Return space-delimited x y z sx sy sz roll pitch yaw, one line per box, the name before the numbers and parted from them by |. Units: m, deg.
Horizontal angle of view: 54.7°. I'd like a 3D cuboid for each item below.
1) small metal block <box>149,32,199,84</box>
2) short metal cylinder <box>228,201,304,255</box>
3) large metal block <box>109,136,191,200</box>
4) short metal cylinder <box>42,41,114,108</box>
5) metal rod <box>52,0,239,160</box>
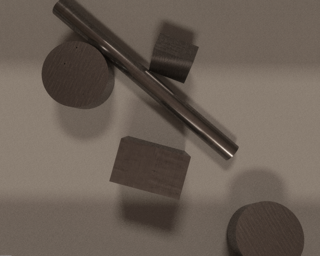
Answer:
small metal block | 0.016 -0.088 0.396 0.050 0.050 0.025 20 66 -1
short metal cylinder | 0.130 0.135 0.390 0.081 0.050 0.080 0 73 1
large metal block | -0.011 0.045 0.384 0.080 0.080 0.050 15 90 -1
short metal cylinder | -0.102 -0.065 0.398 0.081 0.050 0.079 0 90 -1
metal rod | -0.018 -0.063 0.411 0.300 0.025 0.025 40 90 -1
